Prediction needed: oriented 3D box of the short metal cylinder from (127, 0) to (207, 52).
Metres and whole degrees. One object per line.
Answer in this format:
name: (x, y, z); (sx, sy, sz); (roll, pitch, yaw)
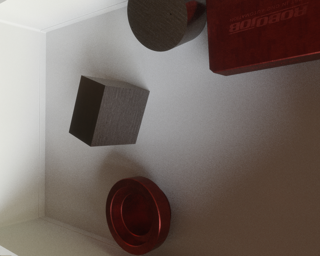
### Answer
short metal cylinder: (0.009, -0.135, 0.363); (0.080, 0.050, 0.079); (18, 124, 28)

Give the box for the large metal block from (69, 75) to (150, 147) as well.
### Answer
large metal block: (-0.069, -0.023, 0.425); (0.050, 0.081, 0.079); (26, 106, 37)

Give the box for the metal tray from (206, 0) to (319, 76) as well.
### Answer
metal tray: (0.112, -0.108, 0.311); (0.130, 0.030, 0.089); (-4, 87, 39)

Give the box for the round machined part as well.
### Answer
round machined part: (-0.024, 0.113, 0.414); (0.098, 0.042, 0.097); (0, 90, 39)
